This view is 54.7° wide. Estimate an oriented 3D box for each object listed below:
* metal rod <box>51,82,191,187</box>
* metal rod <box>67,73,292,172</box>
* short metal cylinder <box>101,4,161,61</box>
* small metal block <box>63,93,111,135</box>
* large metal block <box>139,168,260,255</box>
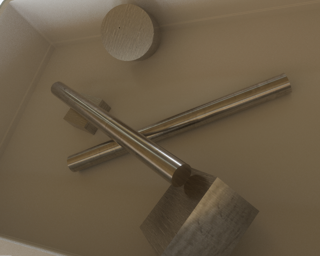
[{"bbox_3d":[-0.072,-0.009,0.398,0.300,0.025,0.025,30,78,44],"label":"metal rod"},{"bbox_3d":[0.013,-0.001,0.398,0.301,0.025,0.025,-21,54,15],"label":"metal rod"},{"bbox_3d":[-0.043,-0.143,0.472,0.080,0.050,0.079,2,102,12],"label":"short metal cylinder"},{"bbox_3d":[-0.112,-0.022,0.476,0.050,0.025,0.050,19,72,35],"label":"small metal block"},{"bbox_3d":[0.032,0.087,0.293,0.080,0.050,0.080,-52,12,-9],"label":"large metal block"}]
